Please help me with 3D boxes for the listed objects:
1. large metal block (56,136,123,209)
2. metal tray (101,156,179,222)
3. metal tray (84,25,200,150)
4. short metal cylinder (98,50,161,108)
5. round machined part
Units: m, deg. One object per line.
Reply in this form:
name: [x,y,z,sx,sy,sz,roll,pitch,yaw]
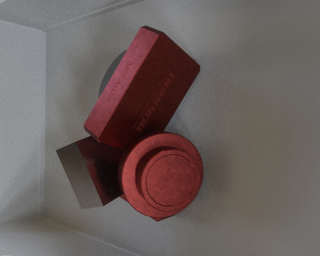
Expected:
large metal block: [-0.071,0.046,0.395,0.050,0.081,0.080,-20,93,44]
metal tray: [-0.028,0.055,0.422,0.130,0.030,0.089,22,104,37]
metal tray: [-0.017,-0.036,0.354,0.030,0.090,0.130,34,95,38]
short metal cylinder: [-0.034,-0.053,0.395,0.080,0.050,0.080,-30,46,37]
round machined part: [0.005,0.054,0.347,0.042,0.099,0.097,-165,79,-69]
